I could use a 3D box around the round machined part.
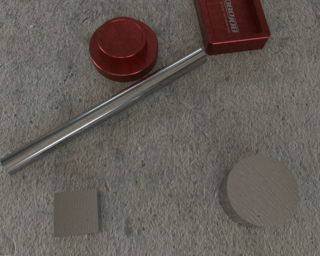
[{"bbox_3d":[-0.052,-0.118,0.442,0.099,0.042,0.098,0,70,-1],"label":"round machined part"}]

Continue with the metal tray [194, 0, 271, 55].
[{"bbox_3d":[0.104,-0.178,0.471,0.091,0.030,0.129,-8,70,-3],"label":"metal tray"}]

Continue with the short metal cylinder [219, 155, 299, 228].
[{"bbox_3d":[0.115,0.077,0.368,0.081,0.050,0.080,0,70,0],"label":"short metal cylinder"}]

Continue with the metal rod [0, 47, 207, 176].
[{"bbox_3d":[-0.066,-0.028,0.417,0.301,0.025,0.025,-31,73,-11],"label":"metal rod"}]

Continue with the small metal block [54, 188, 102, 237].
[{"bbox_3d":[-0.097,0.102,0.370,0.050,0.025,0.050,-6,70,-3],"label":"small metal block"}]
